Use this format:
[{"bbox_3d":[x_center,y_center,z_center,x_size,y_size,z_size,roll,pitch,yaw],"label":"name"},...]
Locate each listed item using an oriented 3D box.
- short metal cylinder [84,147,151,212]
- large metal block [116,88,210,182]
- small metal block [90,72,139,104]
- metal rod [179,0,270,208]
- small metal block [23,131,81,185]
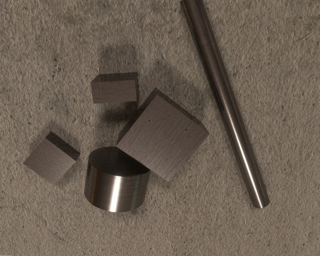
[{"bbox_3d":[-0.055,0.064,0.403,0.081,0.080,0.050,10,110,-4],"label":"short metal cylinder"},{"bbox_3d":[0.002,0.007,0.396,0.080,0.050,0.080,36,102,-13],"label":"large metal block"},{"bbox_3d":[-0.053,-0.050,0.377,0.050,0.050,0.025,-3,110,1],"label":"small metal block"},{"bbox_3d":[0.091,-0.021,0.403,0.025,0.025,0.299,-21,109,7],"label":"metal rod"},{"bbox_3d":[-0.147,0.041,0.423,0.050,0.025,0.050,41,105,-14],"label":"small metal block"}]
